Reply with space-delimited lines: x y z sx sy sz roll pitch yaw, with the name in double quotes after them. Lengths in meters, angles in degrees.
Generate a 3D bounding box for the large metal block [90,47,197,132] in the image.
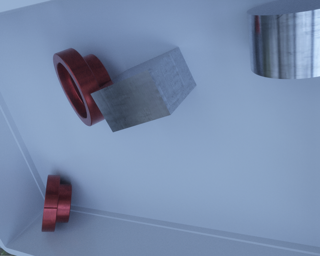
-0.016 -0.044 0.353 0.080 0.080 0.050 -16 110 34 "large metal block"

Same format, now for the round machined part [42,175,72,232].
-0.182 0.133 0.549 0.042 0.098 0.097 6 130 -18 "round machined part"

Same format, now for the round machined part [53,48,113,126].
-0.092 -0.054 0.392 0.098 0.042 0.097 45 152 33 "round machined part"

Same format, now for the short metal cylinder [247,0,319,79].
0.117 -0.079 0.262 0.080 0.080 0.050 2 119 27 "short metal cylinder"
